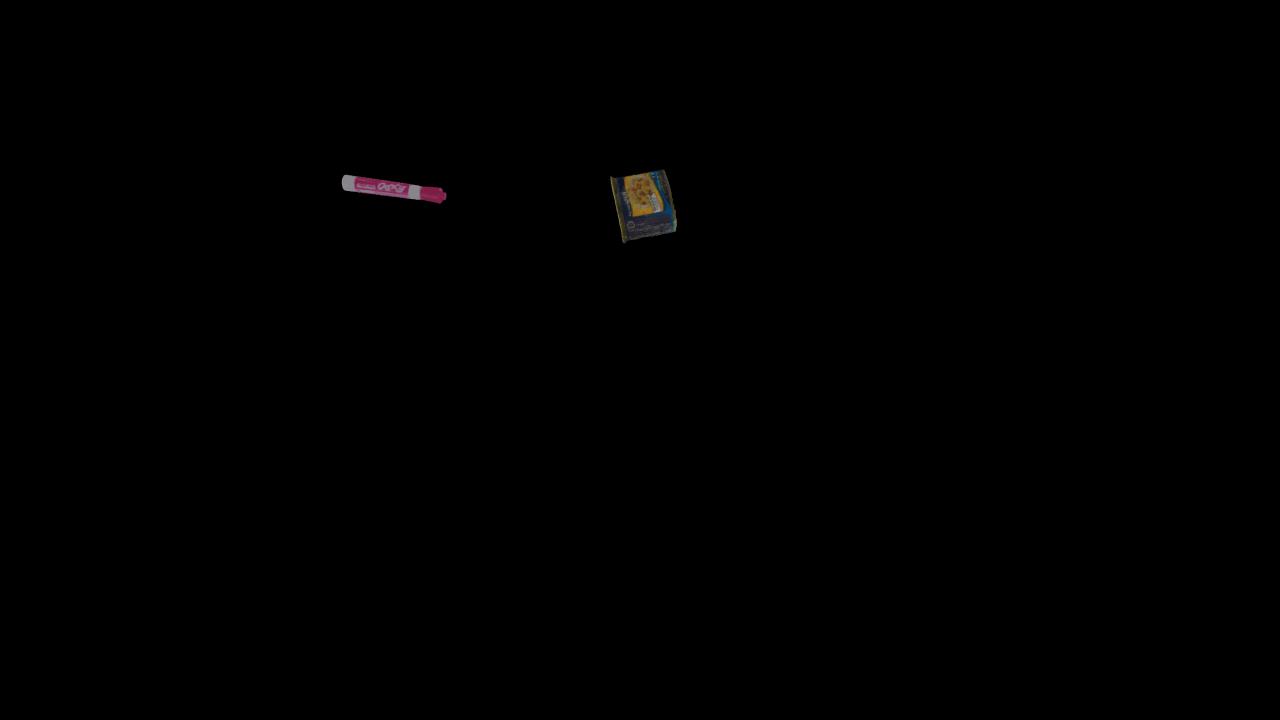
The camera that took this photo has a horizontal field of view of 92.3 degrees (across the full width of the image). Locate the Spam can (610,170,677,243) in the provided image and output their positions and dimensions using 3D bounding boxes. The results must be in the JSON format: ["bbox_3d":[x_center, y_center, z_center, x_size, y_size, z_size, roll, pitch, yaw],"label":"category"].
[{"bbox_3d":[0.006,-0.236,0.936,0.085,0.101,0.058,-11,-23,0],"label":"Spam can"}]

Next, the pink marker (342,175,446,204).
[{"bbox_3d":[-0.294,-0.205,0.739,0.121,0.020,0.020,7,0,-1],"label":"pink marker"}]
